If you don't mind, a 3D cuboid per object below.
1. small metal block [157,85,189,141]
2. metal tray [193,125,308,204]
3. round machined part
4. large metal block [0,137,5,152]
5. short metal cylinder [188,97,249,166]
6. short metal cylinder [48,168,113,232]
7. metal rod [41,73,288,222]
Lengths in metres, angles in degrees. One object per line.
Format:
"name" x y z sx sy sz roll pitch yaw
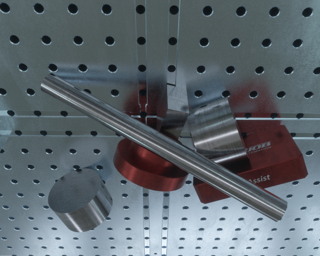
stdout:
"small metal block" 0.014 -0.017 0.381 0.025 0.050 0.050 12 129 -10
"metal tray" 0.110 0.045 0.405 0.130 0.090 0.030 -19 111 15
"round machined part" -0.006 0.035 0.396 0.099 0.098 0.042 15 111 -13
"large metal block" -0.271 0.015 0.405 0.080 0.050 0.080 -8 130 7
"short metal cylinder" 0.072 0.007 0.382 0.050 0.080 0.080 -19 128 15
"short metal cylinder" -0.118 0.107 0.466 0.080 0.080 0.050 -11 129 9
"metal rod" -0.002 0.018 0.349 0.301 0.025 0.025 29 128 7
